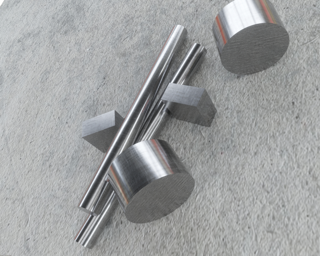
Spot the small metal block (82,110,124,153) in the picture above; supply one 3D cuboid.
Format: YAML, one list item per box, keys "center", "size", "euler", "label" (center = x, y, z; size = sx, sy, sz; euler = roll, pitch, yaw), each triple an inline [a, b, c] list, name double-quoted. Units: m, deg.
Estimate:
- center: [-0.070, 0.006, 0.421]
  size: [0.050, 0.050, 0.025]
  euler: [-19, 54, 17]
  label: "small metal block"

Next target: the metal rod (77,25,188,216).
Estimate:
- center: [-0.024, -0.029, 0.410]
  size: [0.025, 0.025, 0.300]
  euler: [6, 57, 31]
  label: "metal rod"

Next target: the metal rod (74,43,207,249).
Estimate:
- center: [-0.018, 0.012, 0.405]
  size: [0.025, 0.025, 0.300]
  euler: [20, 72, 35]
  label: "metal rod"

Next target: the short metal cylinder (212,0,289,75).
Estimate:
- center: [0.109, -0.111, 0.380]
  size: [0.080, 0.080, 0.050]
  euler: [-19, 55, 17]
  label: "short metal cylinder"

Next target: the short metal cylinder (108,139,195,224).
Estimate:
- center: [-0.010, 0.058, 0.338]
  size: [0.080, 0.080, 0.050]
  euler: [-37, 51, 3]
  label: "short metal cylinder"

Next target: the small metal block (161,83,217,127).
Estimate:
- center: [0.037, -0.029, 0.386]
  size: [0.050, 0.050, 0.025]
  euler: [15, 70, 34]
  label: "small metal block"
